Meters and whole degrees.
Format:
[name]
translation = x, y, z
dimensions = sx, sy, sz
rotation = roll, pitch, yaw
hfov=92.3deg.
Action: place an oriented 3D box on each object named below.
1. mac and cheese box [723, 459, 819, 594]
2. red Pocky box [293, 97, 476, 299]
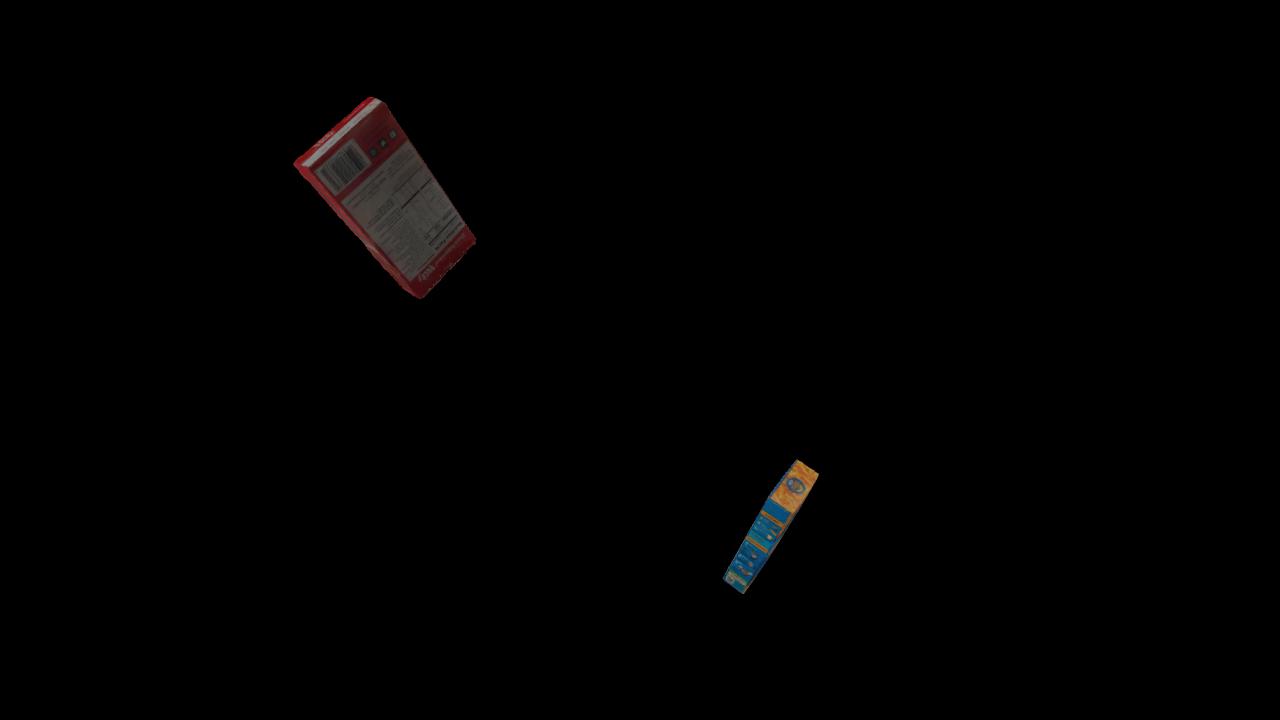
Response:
[mac and cheese box]
translation = 0.175, 0.228, 0.831
dimensions = 0.041, 0.184, 0.093
rotation = 34, 41, 21
[red Pocky box]
translation = -0.208, -0.131, 0.524
dimensions = 0.028, 0.083, 0.155
rotation = 24, -24, 30
